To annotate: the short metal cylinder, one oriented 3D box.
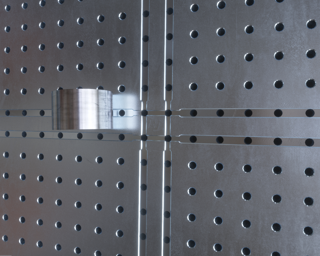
[{"bbox_3d":[-0.104,-0.023,0.419,0.080,0.080,0.050,-1,90,19],"label":"short metal cylinder"}]
